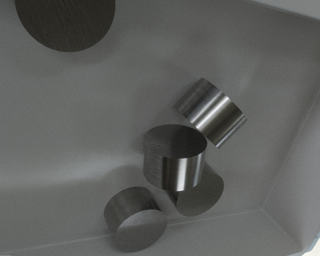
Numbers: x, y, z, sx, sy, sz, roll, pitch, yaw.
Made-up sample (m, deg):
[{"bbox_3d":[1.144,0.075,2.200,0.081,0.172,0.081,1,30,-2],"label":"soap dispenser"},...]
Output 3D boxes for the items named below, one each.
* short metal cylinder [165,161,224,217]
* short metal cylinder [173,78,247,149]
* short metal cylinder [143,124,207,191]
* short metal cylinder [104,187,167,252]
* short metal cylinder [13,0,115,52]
[{"bbox_3d":[0.050,0.088,0.474,0.081,0.050,0.079,-14,124,-21],"label":"short metal cylinder"},{"bbox_3d":[0.064,-0.019,0.396,0.050,0.080,0.080,-46,129,4],"label":"short metal cylinder"},{"bbox_3d":[0.018,0.037,0.406,0.081,0.080,0.050,-11,123,-23],"label":"short metal cylinder"},{"bbox_3d":[-0.036,0.134,0.455,0.081,0.050,0.079,-14,124,-21],"label":"short metal cylinder"},{"bbox_3d":[-0.086,-0.114,0.275,0.081,0.050,0.079,-14,124,-21],"label":"short metal cylinder"}]
